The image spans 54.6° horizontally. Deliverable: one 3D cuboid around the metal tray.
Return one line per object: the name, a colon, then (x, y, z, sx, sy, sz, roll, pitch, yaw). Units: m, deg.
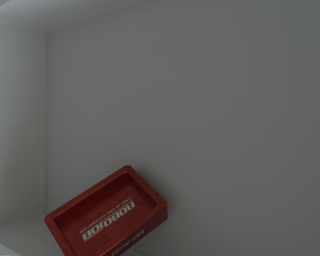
metal tray: (-0.066, 0.114, 0.395, 0.090, 0.131, 0.030, 39, 148, 36)
